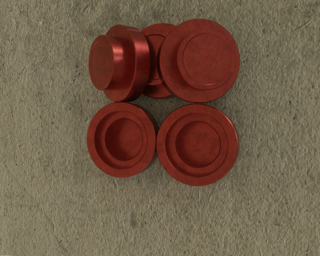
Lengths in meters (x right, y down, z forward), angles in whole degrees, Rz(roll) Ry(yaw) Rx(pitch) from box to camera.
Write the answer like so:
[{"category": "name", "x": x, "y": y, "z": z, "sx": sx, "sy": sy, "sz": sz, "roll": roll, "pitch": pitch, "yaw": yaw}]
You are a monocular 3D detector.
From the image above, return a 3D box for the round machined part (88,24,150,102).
[{"category": "round machined part", "x": -0.058, "y": -0.082, "z": 0.395, "sx": 0.098, "sy": 0.042, "sz": 0.097, "roll": 7, "pitch": 99, "yaw": 52}]

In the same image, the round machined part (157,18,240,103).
[{"category": "round machined part", "x": 0.048, "y": -0.078, "z": 0.360, "sx": 0.099, "sy": 0.042, "sz": 0.097, "roll": -1, "pitch": 96, "yaw": -12}]

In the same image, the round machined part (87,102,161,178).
[{"category": "round machined part", "x": -0.045, "y": 0.015, "z": 0.416, "sx": 0.098, "sy": 0.042, "sz": 0.097, "roll": 0, "pitch": 90, "yaw": 19}]

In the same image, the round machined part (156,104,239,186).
[{"category": "round machined part", "x": 0.048, "y": 0.020, "z": 0.383, "sx": 0.098, "sy": 0.042, "sz": 0.097, "roll": 0, "pitch": 90, "yaw": 19}]

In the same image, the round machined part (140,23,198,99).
[{"category": "round machined part", "x": -0.002, "y": -0.087, "z": 0.400, "sx": 0.098, "sy": 0.042, "sz": 0.097, "roll": 0, "pitch": 90, "yaw": 19}]
